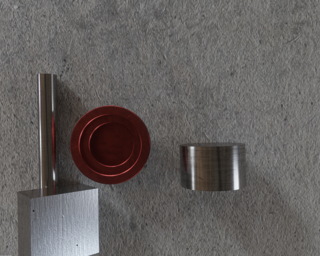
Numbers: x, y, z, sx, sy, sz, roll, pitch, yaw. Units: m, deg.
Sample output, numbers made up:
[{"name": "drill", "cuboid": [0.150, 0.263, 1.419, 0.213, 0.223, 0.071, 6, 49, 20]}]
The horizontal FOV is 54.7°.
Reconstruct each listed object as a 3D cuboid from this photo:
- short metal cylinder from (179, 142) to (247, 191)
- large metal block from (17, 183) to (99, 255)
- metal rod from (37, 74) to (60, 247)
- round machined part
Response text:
[{"name": "short metal cylinder", "cuboid": [0.065, 0.045, 0.383, 0.081, 0.080, 0.050, -2, 90, 0]}, {"name": "large metal block", "cuboid": [-0.123, 0.115, 0.377, 0.081, 0.050, 0.080, -1, 90, -39]}, {"name": "metal rod", "cuboid": [-0.146, 0.079, 0.408, 0.025, 0.025, 0.298, -1, 90, 0]}, {"name": "round machined part", "cuboid": [-0.061, 0.021, 0.401, 0.099, 0.042, 0.097, 0, 90, 0]}]
